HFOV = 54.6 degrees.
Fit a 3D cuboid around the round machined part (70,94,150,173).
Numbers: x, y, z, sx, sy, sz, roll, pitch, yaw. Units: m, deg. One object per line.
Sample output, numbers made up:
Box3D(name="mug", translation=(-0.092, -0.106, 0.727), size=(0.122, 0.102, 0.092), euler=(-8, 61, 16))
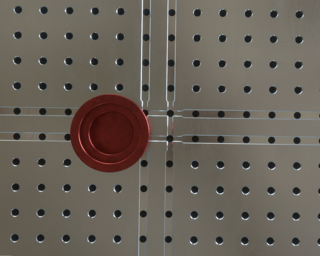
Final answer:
Box3D(name="round machined part", translation=(-0.062, 0.006, 0.405), size=(0.099, 0.042, 0.097), euler=(0, 90, 0))
